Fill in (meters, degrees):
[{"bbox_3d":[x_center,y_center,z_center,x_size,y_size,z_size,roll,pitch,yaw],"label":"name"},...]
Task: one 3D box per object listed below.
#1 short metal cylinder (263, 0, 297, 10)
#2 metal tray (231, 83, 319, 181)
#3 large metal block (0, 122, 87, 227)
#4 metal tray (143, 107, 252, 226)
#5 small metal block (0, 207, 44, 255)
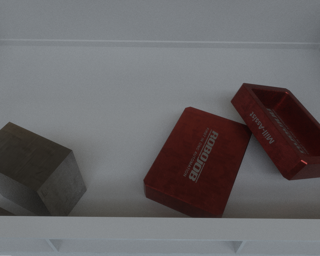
[{"bbox_3d":[0.247,-0.284,0.614,0.080,0.080,0.050,34,58,25],"label":"short metal cylinder"},{"bbox_3d":[0.157,0.000,0.381,0.091,0.030,0.130,1,46,-30],"label":"metal tray"},{"bbox_3d":[-0.132,0.050,0.326,0.080,0.080,0.050,21,53,16],"label":"large metal block"},{"bbox_3d":[0.049,0.039,0.370,0.090,0.030,0.130,20,53,15],"label":"metal tray"},{"bbox_3d":[-0.149,0.102,0.301,0.050,0.050,0.025,20,53,15],"label":"small metal block"}]
